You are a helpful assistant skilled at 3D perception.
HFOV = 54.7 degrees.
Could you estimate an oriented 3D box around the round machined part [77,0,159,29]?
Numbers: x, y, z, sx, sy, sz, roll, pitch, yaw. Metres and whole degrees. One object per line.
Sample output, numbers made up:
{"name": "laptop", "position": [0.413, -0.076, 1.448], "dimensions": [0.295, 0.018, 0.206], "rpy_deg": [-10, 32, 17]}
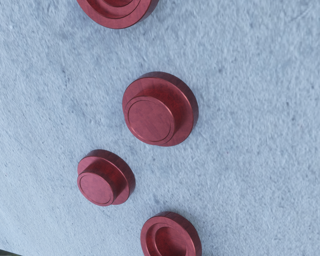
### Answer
{"name": "round machined part", "position": [-0.041, -0.156, 0.319], "dimensions": [0.098, 0.042, 0.097], "rpy_deg": [13, 124, 20]}

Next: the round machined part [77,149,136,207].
{"name": "round machined part", "position": [-0.092, 0.086, 0.496], "dimensions": [0.098, 0.042, 0.097], "rpy_deg": [13, 124, 20]}

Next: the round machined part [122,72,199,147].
{"name": "round machined part", "position": [-0.005, -0.017, 0.387], "dimensions": [0.098, 0.042, 0.097], "rpy_deg": [13, 124, 20]}

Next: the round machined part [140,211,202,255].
{"name": "round machined part", "position": [0.021, 0.175, 0.478], "dimensions": [0.098, 0.042, 0.097], "rpy_deg": [6, 100, 33]}
